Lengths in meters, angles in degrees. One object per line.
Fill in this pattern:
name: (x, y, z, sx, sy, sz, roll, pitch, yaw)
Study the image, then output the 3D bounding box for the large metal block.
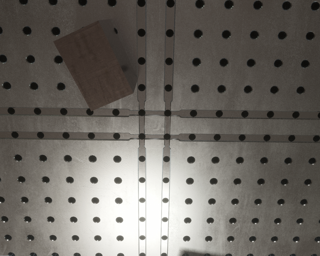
large metal block: (-0.067, -0.075, 0.355, 0.050, 0.080, 0.080, -22, 109, 8)
